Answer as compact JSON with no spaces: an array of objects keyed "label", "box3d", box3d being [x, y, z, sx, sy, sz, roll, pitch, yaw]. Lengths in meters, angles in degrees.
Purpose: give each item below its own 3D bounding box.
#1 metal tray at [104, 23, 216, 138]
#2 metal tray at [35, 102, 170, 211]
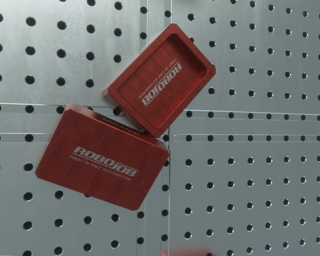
[{"label":"metal tray","box3d":[0.002,-0.062,0.411,0.090,0.030,0.130,45,76,-15]},{"label":"metal tray","box3d":[-0.067,0.037,0.370,0.131,0.030,0.090,25,102,-19]}]
